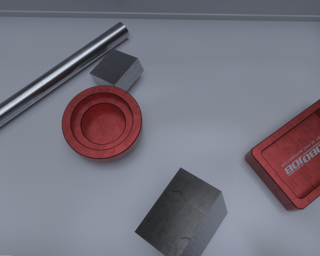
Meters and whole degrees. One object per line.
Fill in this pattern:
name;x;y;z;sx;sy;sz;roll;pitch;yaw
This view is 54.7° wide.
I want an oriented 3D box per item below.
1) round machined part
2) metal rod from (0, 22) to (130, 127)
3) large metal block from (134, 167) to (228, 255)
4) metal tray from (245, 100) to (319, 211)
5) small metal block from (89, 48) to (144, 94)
round machined part;-0.071;-0.002;0.401;0.099;0.042;0.098;0;70;-1
metal rod;-0.167;-0.055;0.427;0.301;0.025;0.025;-39;75;-14
large metal block;0.028;0.102;0.337;0.050;0.080;0.080;28;71;29
metal tray;0.189;0.033;0.397;0.131;0.030;0.090;-34;74;-12
small metal block;-0.060;-0.078;0.429;0.050;0.025;0.050;27;70;31
